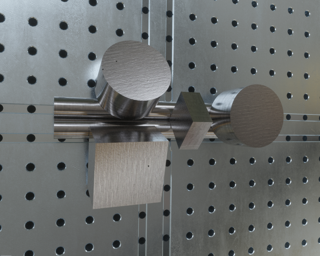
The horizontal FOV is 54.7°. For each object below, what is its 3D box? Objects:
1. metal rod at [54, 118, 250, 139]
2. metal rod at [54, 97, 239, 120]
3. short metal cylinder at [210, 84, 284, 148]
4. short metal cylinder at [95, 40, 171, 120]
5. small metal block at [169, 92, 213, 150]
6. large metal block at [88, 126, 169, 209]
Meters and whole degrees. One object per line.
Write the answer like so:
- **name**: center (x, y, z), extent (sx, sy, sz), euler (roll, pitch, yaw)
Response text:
- **metal rod**: center (0.017, 0.002, 0.416), extent (0.303, 0.025, 0.025), euler (1, 90, -20)
- **metal rod**: center (0.017, -0.023, 0.416), extent (0.303, 0.025, 0.025), euler (1, 90, -20)
- **short metal cylinder**: center (0.114, -0.015, 0.411), extent (0.081, 0.050, 0.079), euler (0, 90, -20)
- **short metal cylinder**: center (-0.033, -0.056, 0.368), extent (0.081, 0.050, 0.080), euler (8, 63, -17)
- **small metal block**: center (0.036, -0.009, 0.379), extent (0.025, 0.050, 0.050), euler (1, 48, -20)
- **large metal block**: center (-0.041, 0.044, 0.366), extent (0.081, 0.050, 0.079), euler (-1, 111, -20)
